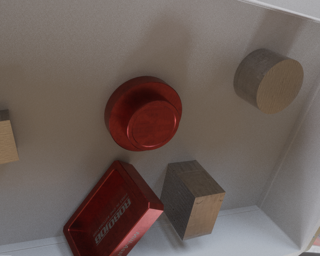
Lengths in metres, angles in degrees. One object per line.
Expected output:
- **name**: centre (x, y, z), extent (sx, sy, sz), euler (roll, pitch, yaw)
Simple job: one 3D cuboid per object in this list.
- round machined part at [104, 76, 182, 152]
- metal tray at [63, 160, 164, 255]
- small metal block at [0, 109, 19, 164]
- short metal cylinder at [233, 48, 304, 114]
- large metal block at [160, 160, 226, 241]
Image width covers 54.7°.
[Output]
- **round machined part**: centre (-0.015, -0.011, 0.384), extent (0.099, 0.042, 0.097), euler (-14, 125, -21)
- **metal tray**: centre (-0.065, 0.119, 0.403), extent (0.130, 0.090, 0.030), euler (-52, 139, 8)
- **small metal block**: centre (-0.178, 0.012, 0.319), extent (0.050, 0.025, 0.050), euler (-12, 124, -23)
- **short metal cylinder**: centre (0.152, -0.066, 0.437), extent (0.081, 0.050, 0.079), euler (-14, 125, -21)
- **large metal block**: centre (0.045, 0.106, 0.465), extent (0.050, 0.080, 0.079), euler (-3, 120, -27)
